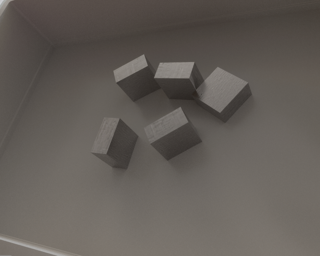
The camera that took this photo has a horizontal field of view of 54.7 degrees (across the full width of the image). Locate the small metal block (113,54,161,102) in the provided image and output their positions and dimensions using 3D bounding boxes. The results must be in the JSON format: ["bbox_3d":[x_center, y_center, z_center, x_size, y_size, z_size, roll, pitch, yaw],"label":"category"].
[{"bbox_3d":[-0.031,-0.071,0.448,0.050,0.050,0.025,-26,53,12],"label":"small metal block"}]

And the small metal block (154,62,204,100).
[{"bbox_3d":[0.028,-0.062,0.412,0.050,0.050,0.025,6,65,30],"label":"small metal block"}]

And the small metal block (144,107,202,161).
[{"bbox_3d":[0.017,0.008,0.375,0.050,0.050,0.025,-30,52,9],"label":"small metal block"}]

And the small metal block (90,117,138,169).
[{"bbox_3d":[-0.058,0.020,0.406,0.025,0.050,0.050,3,63,29],"label":"small metal block"}]

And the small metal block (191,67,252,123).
[{"bbox_3d":[0.078,-0.042,0.390,0.050,0.025,0.050,-47,52,-5],"label":"small metal block"}]
